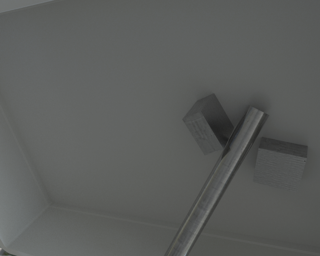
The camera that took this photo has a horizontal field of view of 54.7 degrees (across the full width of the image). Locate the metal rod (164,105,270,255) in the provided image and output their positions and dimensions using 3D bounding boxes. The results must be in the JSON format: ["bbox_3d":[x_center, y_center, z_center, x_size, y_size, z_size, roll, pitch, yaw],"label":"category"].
[{"bbox_3d":[0.043,0.111,0.370,0.025,0.025,0.298,29,101,9],"label":"metal rod"}]

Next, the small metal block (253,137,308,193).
[{"bbox_3d":[0.139,0.043,0.361,0.050,0.025,0.050,12,124,21],"label":"small metal block"}]

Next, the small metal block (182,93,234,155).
[{"bbox_3d":[0.057,-0.005,0.358,0.025,0.050,0.050,-23,106,36],"label":"small metal block"}]
